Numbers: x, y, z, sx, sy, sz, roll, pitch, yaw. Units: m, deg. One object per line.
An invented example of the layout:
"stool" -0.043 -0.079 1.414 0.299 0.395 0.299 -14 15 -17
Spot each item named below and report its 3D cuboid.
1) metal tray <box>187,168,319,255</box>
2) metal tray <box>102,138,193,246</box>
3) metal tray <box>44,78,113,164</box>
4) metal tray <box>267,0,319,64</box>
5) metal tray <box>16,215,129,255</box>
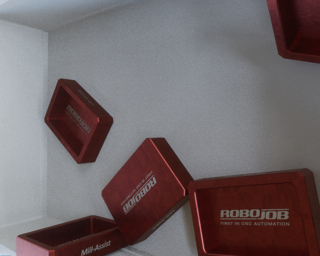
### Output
"metal tray" 0.096 0.094 0.324 0.130 0.030 0.090 -14 81 39
"metal tray" -0.019 0.086 0.420 0.129 0.030 0.090 -50 61 28
"metal tray" -0.140 -0.013 0.519 0.130 0.030 0.089 42 115 32
"metal tray" 0.129 -0.102 0.233 0.090 0.130 0.030 21 70 39
"metal tray" -0.118 0.159 0.436 0.090 0.131 0.030 -1 89 40
